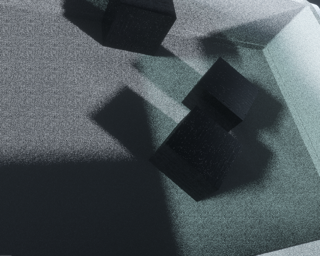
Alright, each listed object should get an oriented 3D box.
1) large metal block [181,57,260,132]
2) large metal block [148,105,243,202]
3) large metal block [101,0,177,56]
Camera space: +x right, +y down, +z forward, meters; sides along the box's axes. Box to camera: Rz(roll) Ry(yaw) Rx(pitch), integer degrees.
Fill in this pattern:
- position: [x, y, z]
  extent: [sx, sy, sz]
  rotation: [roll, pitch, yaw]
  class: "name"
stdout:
- position: [0.093, -0.048, 0.468]
  extent: [0.080, 0.050, 0.080]
  rotation: [40, 51, -1]
  class: "large metal block"
- position: [0.047, 0.032, 0.395]
  extent: [0.080, 0.050, 0.080]
  rotation: [41, 51, 0]
  class: "large metal block"
- position: [-0.033, -0.156, 0.447]
  extent: [0.081, 0.080, 0.050]
  rotation: [5, 60, -26]
  class: "large metal block"
